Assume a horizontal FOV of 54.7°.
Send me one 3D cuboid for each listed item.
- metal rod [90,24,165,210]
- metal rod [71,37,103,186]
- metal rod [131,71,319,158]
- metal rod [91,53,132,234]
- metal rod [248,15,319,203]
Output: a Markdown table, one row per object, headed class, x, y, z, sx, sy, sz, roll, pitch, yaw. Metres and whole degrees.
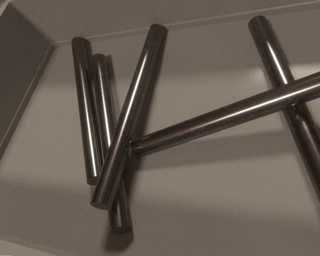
| class | x | y | z | sx | sy | sz | roll | pitch | yaw |
| --- | --- | --- | --- | --- | --- | --- | --- | --- | --- |
| metal rod | -0.036 | -0.036 | 0.426 | 0.025 | 0.025 | 0.300 | -3 | 54 | 26 |
| metal rod | -0.118 | -0.046 | 0.493 | 0.025 | 0.025 | 0.299 | -26 | 53 | 12 |
| metal rod | 0.097 | -0.020 | 0.340 | 0.300 | 0.025 | 0.025 | -20 | 54 | 25 |
| metal rod | -0.074 | 0.000 | 0.442 | 0.025 | 0.025 | 0.299 | -24 | 53 | 13 |
| metal rod | 0.148 | -0.020 | 0.339 | 0.025 | 0.025 | 0.299 | -19 | 54 | 17 |
